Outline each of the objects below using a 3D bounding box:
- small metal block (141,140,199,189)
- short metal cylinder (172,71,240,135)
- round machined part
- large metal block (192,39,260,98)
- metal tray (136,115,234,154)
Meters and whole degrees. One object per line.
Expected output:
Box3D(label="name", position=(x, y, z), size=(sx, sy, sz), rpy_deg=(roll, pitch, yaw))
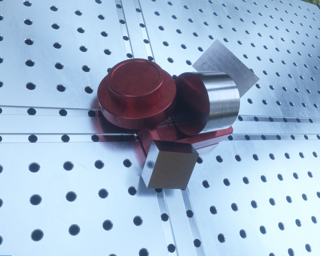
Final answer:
Box3D(label="small metal block", position=(0.011, 0.044, 0.364), size=(0.050, 0.050, 0.025), rpy_deg=(7, 24, -24))
Box3D(label="short metal cylinder", position=(0.056, -0.033, 0.403), size=(0.050, 0.080, 0.080), rpy_deg=(-9, 67, -33))
Box3D(label="round machined part", position=(-0.029, -0.049, 0.383), size=(0.099, 0.042, 0.098), rpy_deg=(-1, 51, 1))
Box3D(label="large metal block", position=(0.098, -0.083, 0.466), size=(0.080, 0.050, 0.080), rpy_deg=(44, 15, 1))
Box3D(label="metal tray", position=(0.029, -0.014, 0.427), size=(0.131, 0.030, 0.090), rpy_deg=(-12, 68, -33))
